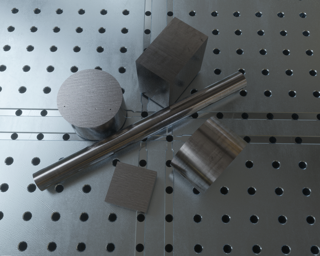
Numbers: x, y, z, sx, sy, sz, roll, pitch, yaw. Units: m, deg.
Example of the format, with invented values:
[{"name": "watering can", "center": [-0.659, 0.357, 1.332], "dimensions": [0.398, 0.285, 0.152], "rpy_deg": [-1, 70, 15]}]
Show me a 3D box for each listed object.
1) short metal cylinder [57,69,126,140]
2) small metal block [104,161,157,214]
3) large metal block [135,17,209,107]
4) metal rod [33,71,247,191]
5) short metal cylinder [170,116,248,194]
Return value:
[{"name": "short metal cylinder", "center": [-0.087, -0.029, 0.404], "dimensions": [0.081, 0.050, 0.080], "rpy_deg": [0, 70, 0]}, {"name": "small metal block", "center": [-0.034, 0.074, 0.381], "dimensions": [0.050, 0.025, 0.050], "rpy_deg": [14, 71, 5]}, {"name": "large metal block", "center": [0.015, -0.082, 0.409], "dimensions": [0.050, 0.080, 0.080], "rpy_deg": [35, 74, 11]}, {"name": "metal rod", "center": [-0.018, 0.000, 0.408], "dimensions": [0.302, 0.025, 0.025], "rpy_deg": [-27, 73, -10]}, {"name": "short metal cylinder", "center": [0.058, 0.032, 0.368], "dimensions": [0.050, 0.080, 0.080], "rpy_deg": [42, 75, 13]}]
